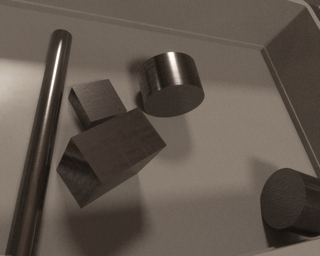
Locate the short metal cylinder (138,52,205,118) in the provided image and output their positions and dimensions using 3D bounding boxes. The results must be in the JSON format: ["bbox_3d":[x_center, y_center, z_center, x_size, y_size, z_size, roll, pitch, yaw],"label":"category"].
[{"bbox_3d":[0.014,-0.055,0.413,0.081,0.080,0.050,3,61,-27],"label":"short metal cylinder"}]

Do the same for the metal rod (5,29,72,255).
[{"bbox_3d":[-0.125,0.007,0.334,0.025,0.025,0.299,12,57,-22],"label":"metal rod"}]

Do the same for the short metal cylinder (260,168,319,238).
[{"bbox_3d":[0.180,0.098,0.410,0.050,0.080,0.080,20,54,-17],"label":"short metal cylinder"}]

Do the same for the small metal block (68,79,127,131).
[{"bbox_3d":[-0.077,-0.029,0.383,0.050,0.025,0.050,-21,73,-36],"label":"small metal block"}]

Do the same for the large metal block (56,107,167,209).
[{"bbox_3d":[-0.053,0.032,0.324,0.081,0.080,0.050,-29,78,-38],"label":"large metal block"}]
